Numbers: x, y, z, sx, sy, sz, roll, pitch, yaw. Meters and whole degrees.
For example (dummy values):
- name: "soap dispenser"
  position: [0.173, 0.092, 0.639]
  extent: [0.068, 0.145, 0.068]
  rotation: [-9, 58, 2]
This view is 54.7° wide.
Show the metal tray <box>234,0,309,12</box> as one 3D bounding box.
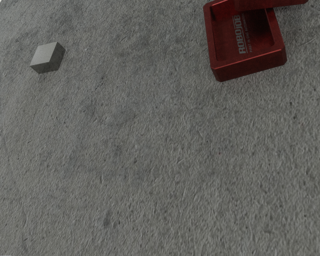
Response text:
- name: "metal tray"
  position: [0.146, -0.212, 0.427]
  extent: [0.090, 0.030, 0.130]
  rotation: [-3, 49, 11]

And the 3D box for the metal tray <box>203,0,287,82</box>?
- name: "metal tray"
  position: [0.111, -0.131, 0.422]
  extent: [0.090, 0.030, 0.130]
  rotation: [-14, 56, 20]

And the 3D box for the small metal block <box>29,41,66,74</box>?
- name: "small metal block"
  position: [-0.216, -0.135, 0.597]
  extent: [0.050, 0.025, 0.050]
  rotation: [-4, 60, 25]
